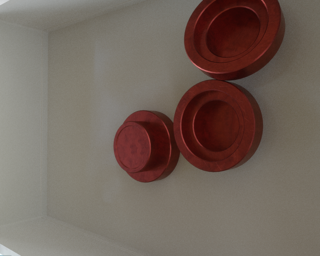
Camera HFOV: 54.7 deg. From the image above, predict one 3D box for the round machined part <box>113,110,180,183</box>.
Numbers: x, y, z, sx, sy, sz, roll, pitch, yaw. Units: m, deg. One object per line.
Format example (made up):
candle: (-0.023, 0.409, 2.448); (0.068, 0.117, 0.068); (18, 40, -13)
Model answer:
round machined part: (-0.024, 0.025, 0.416); (0.098, 0.042, 0.097); (0, 90, 40)

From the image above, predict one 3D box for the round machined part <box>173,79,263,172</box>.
round machined part: (0.066, -0.002, 0.341); (0.098, 0.042, 0.097); (0, 90, 40)

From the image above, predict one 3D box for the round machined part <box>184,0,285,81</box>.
round machined part: (0.078, -0.095, 0.321); (0.098, 0.042, 0.098); (-9, 71, 30)
